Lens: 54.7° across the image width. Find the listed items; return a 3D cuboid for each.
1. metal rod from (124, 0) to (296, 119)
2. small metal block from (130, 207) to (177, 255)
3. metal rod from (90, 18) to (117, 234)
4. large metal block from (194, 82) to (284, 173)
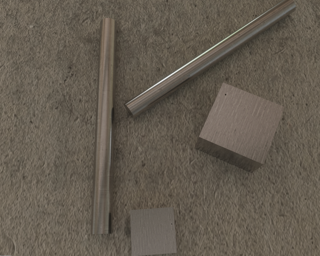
[{"bbox_3d":[0.079,-0.106,0.447,0.301,0.025,0.025,-35,74,-12],"label":"metal rod"},{"bbox_3d":[-0.008,0.121,0.364,0.050,0.025,0.050,-4,70,-2],"label":"small metal block"},{"bbox_3d":[-0.073,-0.016,0.413,0.025,0.025,0.299,-1,70,-1],"label":"metal rod"},{"bbox_3d":[0.099,0.001,0.396,0.080,0.050,0.080,24,72,8],"label":"large metal block"}]
